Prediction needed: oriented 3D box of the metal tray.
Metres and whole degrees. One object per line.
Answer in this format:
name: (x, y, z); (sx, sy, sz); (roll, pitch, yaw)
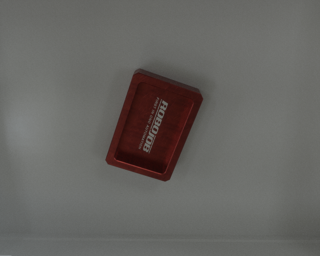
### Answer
metal tray: (-0.009, -0.002, 0.407); (0.090, 0.030, 0.129); (18, 109, -7)
